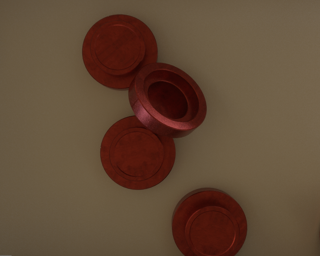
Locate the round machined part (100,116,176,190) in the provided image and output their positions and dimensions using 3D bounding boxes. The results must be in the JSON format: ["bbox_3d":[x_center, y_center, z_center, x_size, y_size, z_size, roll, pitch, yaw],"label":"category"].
[{"bbox_3d":[-0.029,0.032,0.403,0.099,0.042,0.097,0,90,0],"label":"round machined part"}]

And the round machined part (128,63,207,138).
[{"bbox_3d":[0.006,-0.030,0.386,0.099,0.042,0.098,16,54,-23],"label":"round machined part"}]

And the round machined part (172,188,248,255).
[{"bbox_3d":[0.065,0.130,0.403,0.099,0.042,0.097,0,90,0],"label":"round machined part"}]

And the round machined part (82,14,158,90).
[{"bbox_3d":[-0.052,-0.100,0.402,0.099,0.042,0.097,0,90,0],"label":"round machined part"}]
